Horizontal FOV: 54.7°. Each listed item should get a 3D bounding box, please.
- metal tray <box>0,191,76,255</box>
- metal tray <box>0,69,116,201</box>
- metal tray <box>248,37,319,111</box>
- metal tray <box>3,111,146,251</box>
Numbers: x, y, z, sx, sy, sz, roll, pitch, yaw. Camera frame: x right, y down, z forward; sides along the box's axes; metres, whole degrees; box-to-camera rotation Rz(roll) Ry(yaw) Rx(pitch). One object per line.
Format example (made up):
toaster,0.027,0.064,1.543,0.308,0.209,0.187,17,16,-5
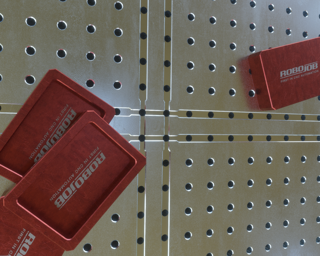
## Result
metal tray,-0.167,0.148,0.349,0.090,0.030,0.130,31,80,-18
metal tray,-0.125,0.008,0.364,0.090,0.030,0.130,35,79,-17
metal tray,0.209,-0.086,0.489,0.131,0.030,0.089,-17,96,-20
metal tray,-0.090,0.056,0.344,0.090,0.030,0.130,44,76,-15
